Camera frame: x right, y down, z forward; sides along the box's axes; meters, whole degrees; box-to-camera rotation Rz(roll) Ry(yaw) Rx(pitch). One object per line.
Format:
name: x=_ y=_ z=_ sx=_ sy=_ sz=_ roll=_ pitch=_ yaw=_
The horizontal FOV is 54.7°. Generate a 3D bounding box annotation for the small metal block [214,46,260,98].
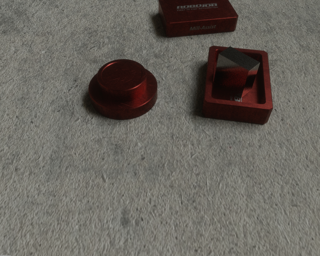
small metal block: x=0.107 y=-0.079 z=0.438 sx=0.025 sy=0.050 sz=0.050 roll=-37 pitch=59 yaw=-27

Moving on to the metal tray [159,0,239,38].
metal tray: x=0.069 y=-0.213 z=0.580 sx=0.131 sy=0.030 sz=0.090 roll=-7 pitch=51 yaw=-7

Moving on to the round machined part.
round machined part: x=-0.053 y=-0.062 z=0.443 sx=0.099 sy=0.042 sz=0.098 roll=0 pitch=50 yaw=0

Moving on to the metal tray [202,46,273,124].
metal tray: x=0.113 y=-0.068 z=0.458 sx=0.090 sy=0.030 sz=0.130 roll=7 pitch=50 yaw=5
